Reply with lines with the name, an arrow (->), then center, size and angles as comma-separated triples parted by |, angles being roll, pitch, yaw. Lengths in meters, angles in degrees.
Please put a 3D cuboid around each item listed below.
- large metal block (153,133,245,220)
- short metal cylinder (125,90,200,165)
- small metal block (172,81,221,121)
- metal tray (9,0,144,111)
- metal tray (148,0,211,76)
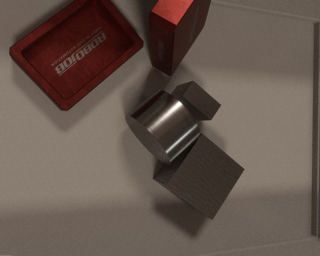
large metal block -> 0.052, 0.062, 0.418 | 0.080, 0.050, 0.080 | 39, 77, -16
short metal cylinder -> 0.003, -0.001, 0.383 | 0.050, 0.080, 0.080 | -42, 104, -15
small metal block -> 0.045, -0.035, 0.415 | 0.050, 0.050, 0.025 | 38, 78, -17
metal tray -> -0.096, -0.094, 0.372 | 0.130, 0.030, 0.090 | -44, 104, -15
metal tray -> 0.025, -0.125, 0.363 | 0.030, 0.130, 0.090 | 32, 81, 6
